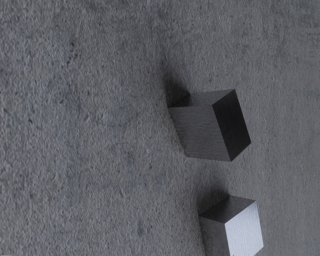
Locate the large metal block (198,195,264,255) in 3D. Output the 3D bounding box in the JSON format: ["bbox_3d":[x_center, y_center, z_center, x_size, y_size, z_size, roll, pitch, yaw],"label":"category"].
[{"bbox_3d":[0.112,0.161,0.482,0.081,0.050,0.079,-19,102,-38],"label":"large metal block"}]

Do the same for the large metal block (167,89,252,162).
[{"bbox_3d":[0.067,-0.004,0.425,0.050,0.080,0.080,-34,111,-35],"label":"large metal block"}]
